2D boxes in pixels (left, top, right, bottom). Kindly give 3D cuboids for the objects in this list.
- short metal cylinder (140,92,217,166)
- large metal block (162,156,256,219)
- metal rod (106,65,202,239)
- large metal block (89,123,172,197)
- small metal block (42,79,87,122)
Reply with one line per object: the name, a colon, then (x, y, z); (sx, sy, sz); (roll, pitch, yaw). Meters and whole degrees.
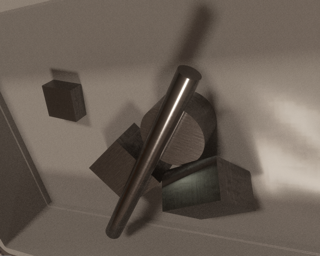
short metal cylinder: (0.023, -0.001, 0.378); (0.080, 0.050, 0.079); (13, 124, 20)
large metal block: (0.059, 0.078, 0.383); (0.080, 0.050, 0.080); (-22, 147, 36)
metal rod: (-0.022, 0.053, 0.386); (0.025, 0.025, 0.298); (31, 128, 8)
large metal block: (-0.041, 0.053, 0.445); (0.080, 0.050, 0.080); (45, 129, -3)
small metal block: (-0.140, -0.040, 0.455); (0.050, 0.025, 0.050); (12, 123, 21)
